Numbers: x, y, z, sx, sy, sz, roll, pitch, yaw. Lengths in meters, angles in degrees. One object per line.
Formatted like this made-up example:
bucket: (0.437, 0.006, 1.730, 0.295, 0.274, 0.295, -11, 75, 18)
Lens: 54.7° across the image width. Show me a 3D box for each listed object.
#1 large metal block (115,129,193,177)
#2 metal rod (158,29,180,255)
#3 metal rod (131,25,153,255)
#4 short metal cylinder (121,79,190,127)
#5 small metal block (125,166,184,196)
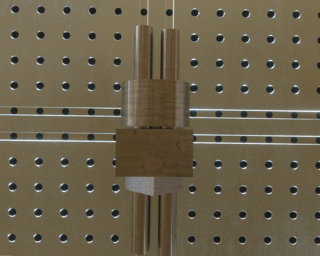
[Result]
large metal block: (-0.006, 0.026, 0.361, 0.081, 0.080, 0.050, 0, 90, -1)
metal rod: (0.012, 0.020, 0.415, 0.025, 0.025, 0.298, 1, 90, -1)
metal rod: (-0.024, 0.015, 0.414, 0.025, 0.025, 0.298, 1, 90, -1)
short metal cylinder: (-0.005, -0.027, 0.365, 0.081, 0.080, 0.050, 1, 90, -1)
small metal block: (-0.007, 0.063, 0.378, 0.050, 0.050, 0.025, 1, 90, -45)
